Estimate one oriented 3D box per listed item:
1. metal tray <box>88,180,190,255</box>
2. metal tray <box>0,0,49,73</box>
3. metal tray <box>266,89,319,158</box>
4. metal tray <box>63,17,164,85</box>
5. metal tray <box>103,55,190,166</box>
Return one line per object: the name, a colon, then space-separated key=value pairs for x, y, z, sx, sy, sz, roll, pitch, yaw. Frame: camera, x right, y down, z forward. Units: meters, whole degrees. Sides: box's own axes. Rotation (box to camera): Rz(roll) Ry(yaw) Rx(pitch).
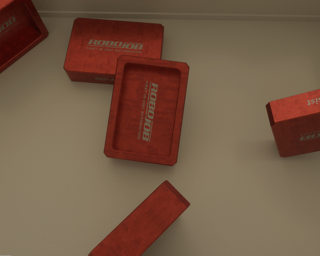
metal tray: x=-0.017 y=0.105 z=0.315 sx=0.090 sy=0.130 sz=0.030 roll=-42 pitch=76 yaw=-14
metal tray: x=-0.223 y=-0.122 z=0.416 sx=0.030 sy=0.090 sz=0.130 roll=42 pitch=75 yaw=13
metal tray: x=0.197 y=-0.010 z=0.354 sx=0.130 sy=0.090 sz=0.030 roll=-14 pitch=54 yaw=20
metal tray: x=-0.063 y=-0.109 z=0.446 sx=0.131 sy=0.030 sz=0.090 roll=5 pitch=70 yaw=1
metal tray: x=-0.016 y=-0.022 z=0.396 sx=0.091 sy=0.030 sz=0.129 roll=8 pitch=86 yaw=2
